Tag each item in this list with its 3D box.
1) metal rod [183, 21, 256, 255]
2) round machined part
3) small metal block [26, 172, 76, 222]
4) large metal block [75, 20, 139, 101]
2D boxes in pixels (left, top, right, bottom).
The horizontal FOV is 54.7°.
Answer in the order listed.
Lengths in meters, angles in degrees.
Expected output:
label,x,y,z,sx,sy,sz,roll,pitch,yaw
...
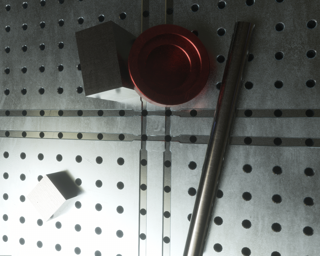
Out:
label,x,y,z,sx,sy,sz,roll,pitch,yaw
metal rod,0.072,0.020,0.386,0.025,0.025,0.298,13,94,19
round machined part,0.008,-0.074,0.386,0.099,0.042,0.097,1,86,-10
small metal block,-0.165,0.104,0.469,0.050,0.025,0.050,47,104,13
large metal block,-0.059,-0.082,0.403,0.050,0.080,0.080,-11,86,19
